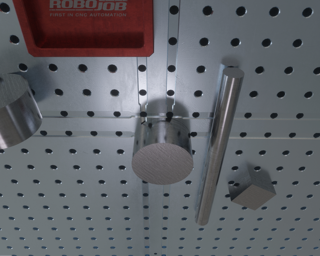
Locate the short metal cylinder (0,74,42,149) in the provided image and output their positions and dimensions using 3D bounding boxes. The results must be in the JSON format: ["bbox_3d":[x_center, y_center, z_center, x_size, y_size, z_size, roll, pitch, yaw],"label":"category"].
[{"bbox_3d":[-0.185,-0.020,0.356,0.080,0.080,0.050,-3,130,2],"label":"short metal cylinder"}]

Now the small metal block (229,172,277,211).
[{"bbox_3d":[0.149,0.103,0.501,0.050,0.025,0.050,24,126,-20],"label":"small metal block"}]

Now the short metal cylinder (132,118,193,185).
[{"bbox_3d":[0.003,0.033,0.423,0.081,0.050,0.079,0,130,0],"label":"short metal cylinder"}]

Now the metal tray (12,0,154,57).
[{"bbox_3d":[-0.072,-0.118,0.307,0.131,0.030,0.089,0,130,0],"label":"metal tray"}]

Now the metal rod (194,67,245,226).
[{"bbox_3d":[0.079,0.049,0.454,0.025,0.025,0.298,1,130,-2],"label":"metal rod"}]
